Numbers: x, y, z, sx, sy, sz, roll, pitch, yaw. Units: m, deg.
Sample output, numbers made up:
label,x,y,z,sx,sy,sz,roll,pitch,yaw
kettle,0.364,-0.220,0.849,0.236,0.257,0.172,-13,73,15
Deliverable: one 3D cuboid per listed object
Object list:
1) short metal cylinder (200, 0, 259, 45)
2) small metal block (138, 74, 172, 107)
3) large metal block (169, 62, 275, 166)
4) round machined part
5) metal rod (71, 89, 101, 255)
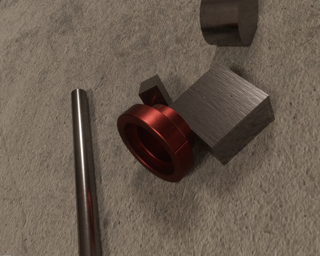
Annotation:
label,x,y,z,sx,sy,sz,roll,pitch,yaw
short metal cylinder,0.094,-0.151,0.411,0.050,0.080,0.080,10,67,32
small metal block,-0.003,-0.036,0.398,0.025,0.050,0.050,-26,22,12
large metal block,0.071,-0.017,0.361,0.080,0.050,0.080,-43,51,-2
round machined part,0.001,0.012,0.352,0.098,0.098,0.042,26,56,36
metal rod,-0.102,0.062,0.416,0.025,0.025,0.299,-24,53,13
